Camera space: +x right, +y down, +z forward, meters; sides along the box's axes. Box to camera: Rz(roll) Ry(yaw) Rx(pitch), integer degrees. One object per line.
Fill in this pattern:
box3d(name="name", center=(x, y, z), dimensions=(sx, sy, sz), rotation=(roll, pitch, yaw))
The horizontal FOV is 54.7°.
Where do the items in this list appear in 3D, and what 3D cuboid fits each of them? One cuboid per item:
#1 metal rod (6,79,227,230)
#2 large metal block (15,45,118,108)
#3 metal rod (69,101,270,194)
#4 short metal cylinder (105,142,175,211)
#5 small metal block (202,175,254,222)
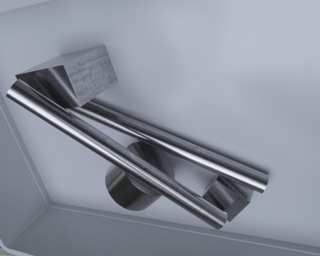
box3d(name="metal rod", center=(-0.042, 0.038, 0.376), dimensions=(0.301, 0.025, 0.025), rotation=(34, 130, -11))
box3d(name="large metal block", center=(-0.115, -0.063, 0.392), dimensions=(0.080, 0.080, 0.050), rotation=(-4, 117, 29))
box3d(name="metal rod", center=(-0.005, 0.014, 0.417), dimensions=(0.301, 0.025, 0.025), rotation=(23, 127, 14))
box3d(name="short metal cylinder", center=(-0.027, 0.066, 0.424), dimensions=(0.080, 0.080, 0.050), rotation=(42, 129, -2))
box3d(name="small metal block", center=(0.088, 0.091, 0.416), dimensions=(0.050, 0.025, 0.050), rotation=(33, 129, 6))
